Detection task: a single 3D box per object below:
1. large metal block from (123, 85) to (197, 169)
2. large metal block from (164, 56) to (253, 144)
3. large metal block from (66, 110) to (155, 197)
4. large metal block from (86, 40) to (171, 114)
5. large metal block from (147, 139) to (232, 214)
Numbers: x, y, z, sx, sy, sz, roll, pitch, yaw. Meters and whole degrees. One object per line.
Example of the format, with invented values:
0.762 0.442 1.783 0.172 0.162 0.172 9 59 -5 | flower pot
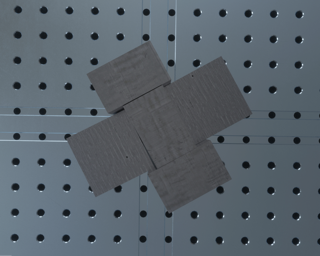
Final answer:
0.000 -0.002 0.386 0.050 0.080 0.080 -29 90 0 | large metal block
0.058 -0.034 0.400 0.080 0.050 0.080 -29 92 0 | large metal block
-0.060 0.031 0.401 0.080 0.050 0.080 -27 90 0 | large metal block
-0.034 -0.057 0.385 0.080 0.080 0.050 -28 90 0 | large metal block
0.033 0.055 0.386 0.080 0.080 0.050 -29 90 -1 | large metal block
